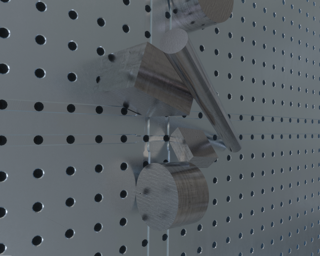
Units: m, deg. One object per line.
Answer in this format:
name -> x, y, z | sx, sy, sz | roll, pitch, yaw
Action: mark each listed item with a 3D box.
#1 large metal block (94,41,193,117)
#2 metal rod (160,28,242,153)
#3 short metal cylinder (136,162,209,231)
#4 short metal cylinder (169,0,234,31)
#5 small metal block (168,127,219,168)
large metal block -> -0.016, -0.051, 0.361 | 0.080, 0.080, 0.050 | 24, 75, -38
metal rod -> 0.068, -0.022, 0.387 | 0.300, 0.025, 0.025 | 42, 62, -60
short metal cylinder -> 0.014, 0.083, 0.386 | 0.050, 0.080, 0.080 | 3, 88, -40
short metal cylinder -> 0.060, -0.185, 0.443 | 0.081, 0.050, 0.079 | 0, 90, -40
small metal block -> 0.046, 0.028, 0.431 | 0.050, 0.025, 0.050 | 7, 45, -40
